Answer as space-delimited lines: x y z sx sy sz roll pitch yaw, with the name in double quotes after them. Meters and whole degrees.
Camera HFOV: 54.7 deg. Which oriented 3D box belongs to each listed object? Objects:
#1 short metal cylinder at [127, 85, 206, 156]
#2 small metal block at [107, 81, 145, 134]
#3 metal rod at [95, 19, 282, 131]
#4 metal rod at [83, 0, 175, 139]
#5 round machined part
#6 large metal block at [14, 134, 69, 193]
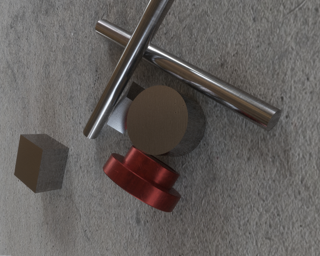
0.008 -0.006 0.371 0.080 0.050 0.080 -5 80 29 "short metal cylinder"
-0.043 -0.028 0.420 0.025 0.050 0.050 33 119 -14 "small metal block"
0.013 -0.081 0.392 0.300 0.025 0.025 36 112 33 "metal rod"
-0.040 -0.088 0.405 0.025 0.025 0.298 56 131 24 "metal rod"
-0.016 0.056 0.374 0.098 0.098 0.042 31 88 35 "round machined part"
-0.217 0.062 0.564 0.080 0.050 0.079 23 104 37 "large metal block"
